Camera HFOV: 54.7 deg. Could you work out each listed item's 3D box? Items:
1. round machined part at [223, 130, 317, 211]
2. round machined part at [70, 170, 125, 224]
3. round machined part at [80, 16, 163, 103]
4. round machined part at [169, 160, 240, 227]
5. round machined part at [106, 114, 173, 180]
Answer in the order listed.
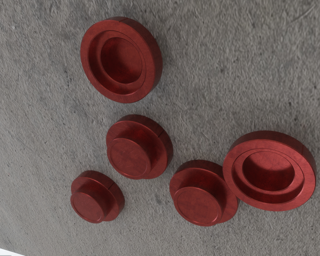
[{"bbox_3d":[0.126,0.045,0.357,0.098,0.042,0.097,13,124,21],"label":"round machined part"},{"bbox_3d":[-0.114,0.125,0.533,0.098,0.042,0.097,13,124,21],"label":"round machined part"},{"bbox_3d":[-0.041,-0.082,0.367,0.098,0.042,0.097,13,124,21],"label":"round machined part"},{"bbox_3d":[0.057,0.095,0.425,0.098,0.042,0.097,13,124,21],"label":"round machined part"},{"bbox_3d":[-0.035,0.033,0.435,0.098,0.042,0.097,13,124,21],"label":"round machined part"}]
